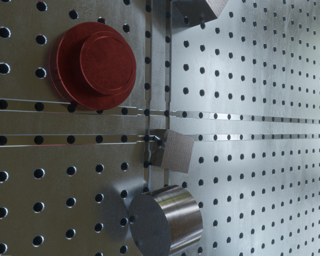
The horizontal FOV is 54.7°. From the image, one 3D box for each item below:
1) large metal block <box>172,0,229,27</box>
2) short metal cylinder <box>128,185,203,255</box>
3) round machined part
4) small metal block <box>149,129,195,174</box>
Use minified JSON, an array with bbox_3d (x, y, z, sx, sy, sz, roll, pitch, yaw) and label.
[{"bbox_3d":[0.057,-0.207,0.440,0.080,0.050,0.080,44,64,-31],"label":"large metal block"},{"bbox_3d":[0.005,0.114,0.378,0.050,0.080,0.079,-7,95,-40],"label":"short metal cylinder"},{"bbox_3d":[-0.066,-0.068,0.343,0.099,0.042,0.097,0,90,-40],"label":"round machined part"},{"bbox_3d":[0.017,0.032,0.423,0.050,0.025,0.050,20,77,-38],"label":"small metal block"}]
